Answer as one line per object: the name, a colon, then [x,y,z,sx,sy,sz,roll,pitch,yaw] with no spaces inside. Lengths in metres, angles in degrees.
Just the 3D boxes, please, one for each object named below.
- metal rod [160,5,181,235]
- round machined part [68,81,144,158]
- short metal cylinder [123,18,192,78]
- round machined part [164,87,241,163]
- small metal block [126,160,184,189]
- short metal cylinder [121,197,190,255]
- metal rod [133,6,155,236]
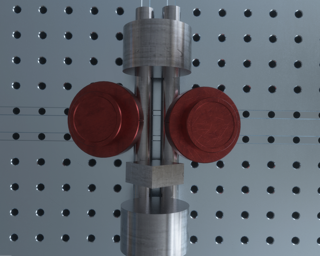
metal rod: [0.013,-0.009,0.412,0.025,0.025,0.298,1,90,0]
round machined part: [-0.073,-0.011,0.392,0.098,0.042,0.097,0,90,14]
short metal cylinder: [-0.003,-0.090,0.363,0.081,0.080,0.050,1,90,0]
round machined part: [0.059,-0.004,0.392,0.099,0.042,0.097,0,90,-15]
small metal block: [-0.006,0.055,0.377,0.050,0.050,0.025,1,90,-42]
short metal cylinder: [-0.006,0.115,0.364,0.081,0.080,0.050,1,90,0]
metal rod: [-0.022,-0.008,0.412,0.025,0.025,0.298,1,90,0]
